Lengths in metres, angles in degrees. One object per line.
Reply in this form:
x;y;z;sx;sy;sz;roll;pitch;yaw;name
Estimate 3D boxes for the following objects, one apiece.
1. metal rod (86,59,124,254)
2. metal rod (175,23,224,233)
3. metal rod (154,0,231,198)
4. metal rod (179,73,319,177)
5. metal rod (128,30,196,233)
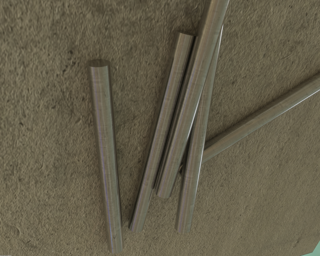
-0.067;0.058;0.406;0.025;0.025;0.298;-13;124;-21;metal rod
0.049;0.013;0.417;0.025;0.025;0.298;-5;113;-26;metal rod
0.037;-0.038;0.377;0.025;0.025;0.298;-1;120;-28;metal rod
0.153;-0.013;0.481;0.301;0.025;0.025;-31;129;-9;metal rod
-0.004;0.022;0.417;0.025;0.025;0.298;0;119;-29;metal rod
